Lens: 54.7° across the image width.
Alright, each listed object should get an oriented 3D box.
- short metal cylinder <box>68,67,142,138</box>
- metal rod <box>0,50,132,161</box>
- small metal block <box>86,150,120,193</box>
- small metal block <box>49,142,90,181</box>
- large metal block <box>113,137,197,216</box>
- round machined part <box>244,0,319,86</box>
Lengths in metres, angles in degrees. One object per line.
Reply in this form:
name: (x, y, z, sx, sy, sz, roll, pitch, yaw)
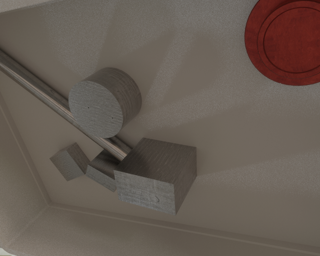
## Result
short metal cylinder: (-0.071, -0.034, 0.408, 0.080, 0.050, 0.079, 13, 124, 20)
metal rod: (-0.161, -0.043, 0.464, 0.300, 0.025, 0.025, 37, 129, 3)
small metal block: (-0.075, 0.061, 0.468, 0.050, 0.050, 0.025, 28, 128, 10)
small metal block: (-0.149, 0.057, 0.520, 0.050, 0.025, 0.050, -24, 106, 36)
large metal block: (-0.003, 0.060, 0.410, 0.080, 0.080, 0.050, 9, 122, 23)
round machined part: (0.126, -0.083, 0.280, 0.098, 0.042, 0.097, 13, 124, 20)
